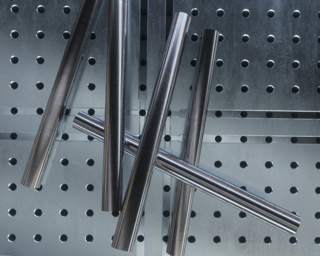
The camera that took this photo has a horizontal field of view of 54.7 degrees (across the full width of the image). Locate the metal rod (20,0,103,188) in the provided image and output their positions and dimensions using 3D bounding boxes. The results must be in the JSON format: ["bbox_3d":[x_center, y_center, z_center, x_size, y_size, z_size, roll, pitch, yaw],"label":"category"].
[{"bbox_3d":[-0.125,-0.066,0.411,0.025,0.025,0.298,19,90,-1],"label":"metal rod"}]

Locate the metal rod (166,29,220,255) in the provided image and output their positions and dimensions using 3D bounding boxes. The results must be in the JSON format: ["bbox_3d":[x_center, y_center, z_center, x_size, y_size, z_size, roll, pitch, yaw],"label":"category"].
[{"bbox_3d":[0.044,0.019,0.413,0.025,0.025,0.298,9,90,-1],"label":"metal rod"}]

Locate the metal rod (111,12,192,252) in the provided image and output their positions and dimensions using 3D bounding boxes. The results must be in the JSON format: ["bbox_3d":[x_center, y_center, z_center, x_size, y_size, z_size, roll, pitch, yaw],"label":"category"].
[{"bbox_3d":[-0.006,-0.007,0.379,0.025,0.025,0.299,15,76,-1],"label":"metal rod"}]

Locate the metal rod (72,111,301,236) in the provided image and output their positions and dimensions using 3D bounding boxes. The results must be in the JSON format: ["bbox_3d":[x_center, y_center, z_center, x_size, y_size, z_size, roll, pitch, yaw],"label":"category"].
[{"bbox_3d":[0.025,0.052,0.389,0.301,0.025,0.025,25,90,9],"label":"metal rod"}]

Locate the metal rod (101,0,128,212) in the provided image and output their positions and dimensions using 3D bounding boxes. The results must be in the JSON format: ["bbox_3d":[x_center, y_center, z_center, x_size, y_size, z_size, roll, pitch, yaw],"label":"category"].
[{"bbox_3d":[-0.055,-0.051,0.388,0.025,0.025,0.298,0,80,-1],"label":"metal rod"}]
